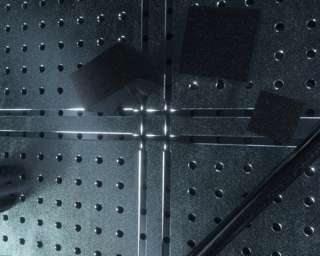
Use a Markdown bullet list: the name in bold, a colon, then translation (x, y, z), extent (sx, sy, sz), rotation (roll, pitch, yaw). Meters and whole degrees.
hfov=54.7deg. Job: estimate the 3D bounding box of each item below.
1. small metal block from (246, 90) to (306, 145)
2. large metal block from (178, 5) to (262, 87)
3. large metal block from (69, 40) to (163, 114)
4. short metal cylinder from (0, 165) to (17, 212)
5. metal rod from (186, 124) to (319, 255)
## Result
- **small metal block**: translation (0.136, -0.013, 0.365), extent (0.050, 0.025, 0.050), rotation (20, 97, 18)
- **large metal block**: translation (0.073, -0.097, 0.373), extent (0.080, 0.050, 0.079), rotation (11, 94, 19)
- **large metal block**: translation (-0.054, -0.061, 0.401), extent (0.080, 0.080, 0.050), rotation (-29, 81, 17)
- **short metal cylinder**: translation (-0.280, 0.102, 0.496), extent (0.080, 0.050, 0.079), rotation (0, 90, 19)
- **metal rod**: translation (0.113, 0.092, 0.372), extent (0.025, 0.025, 0.299), rotation (44, 103, 14)
